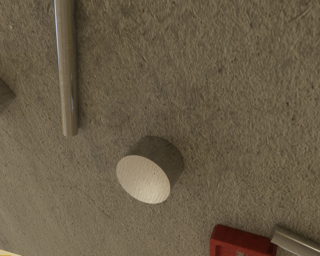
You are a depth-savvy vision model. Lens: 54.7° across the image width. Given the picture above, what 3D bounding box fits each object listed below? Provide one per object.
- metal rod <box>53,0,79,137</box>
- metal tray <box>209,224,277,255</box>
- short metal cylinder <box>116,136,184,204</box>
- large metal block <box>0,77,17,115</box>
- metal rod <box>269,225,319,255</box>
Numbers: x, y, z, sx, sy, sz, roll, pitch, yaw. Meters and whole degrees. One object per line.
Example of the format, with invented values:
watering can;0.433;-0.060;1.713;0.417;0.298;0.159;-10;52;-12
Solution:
metal rod;-0.120;-0.115;0.396;0.025;0.025;0.298;20;126;16
metal tray;0.122;0.213;0.469;0.090;0.030;0.129;9;123;22
short metal cylinder;-0.013;0.058;0.432;0.080;0.050;0.079;13;124;20
large metal block;-0.299;-0.056;0.510;0.080;0.050;0.080;-30;102;37
metal rod;0.285;0.197;0.378;0.301;0.025;0.025;22;127;14
